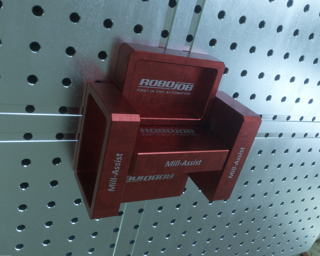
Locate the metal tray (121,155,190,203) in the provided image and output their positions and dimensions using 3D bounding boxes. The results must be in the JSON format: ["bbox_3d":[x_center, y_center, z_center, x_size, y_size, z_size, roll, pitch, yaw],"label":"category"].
[{"bbox_3d":[-0.019,0.057,0.433,0.131,0.030,0.089,0,118,-29],"label":"metal tray"}]

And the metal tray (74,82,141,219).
[{"bbox_3d":[-0.065,0.024,0.349,0.030,0.090,0.129,1,118,-29],"label":"metal tray"}]

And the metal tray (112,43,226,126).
[{"bbox_3d":[0.010,-0.049,0.384,0.131,0.030,0.089,0,118,-29],"label":"metal tray"}]

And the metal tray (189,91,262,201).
[{"bbox_3d":[0.078,0.023,0.427,0.030,0.090,0.129,1,118,-29],"label":"metal tray"}]

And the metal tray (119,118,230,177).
[{"bbox_3d":[0.008,0.018,0.384,0.131,0.090,0.030,1,118,-29],"label":"metal tray"}]
